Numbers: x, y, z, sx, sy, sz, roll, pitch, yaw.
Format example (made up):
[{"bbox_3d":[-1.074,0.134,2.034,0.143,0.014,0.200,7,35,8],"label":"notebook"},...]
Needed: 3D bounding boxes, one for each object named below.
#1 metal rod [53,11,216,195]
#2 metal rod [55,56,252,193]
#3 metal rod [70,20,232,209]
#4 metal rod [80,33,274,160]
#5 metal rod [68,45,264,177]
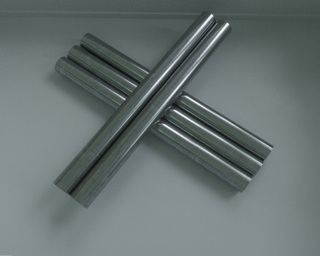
[{"bbox_3d":[-0.022,-0.042,0.397,0.025,0.025,0.300,36,74,12],"label":"metal rod"},{"bbox_3d":[-0.017,-0.010,0.412,0.301,0.025,0.025,33,73,11],"label":"metal rod"},{"bbox_3d":[-0.001,-0.029,0.392,0.025,0.025,0.300,36,74,12],"label":"metal rod"},{"bbox_3d":[0.015,-0.048,0.425,0.300,0.025,0.025,33,73,11],"label":"metal rod"},{"bbox_3d":[-0.001,-0.028,0.418,0.301,0.025,0.025,33,73,11],"label":"metal rod"}]
